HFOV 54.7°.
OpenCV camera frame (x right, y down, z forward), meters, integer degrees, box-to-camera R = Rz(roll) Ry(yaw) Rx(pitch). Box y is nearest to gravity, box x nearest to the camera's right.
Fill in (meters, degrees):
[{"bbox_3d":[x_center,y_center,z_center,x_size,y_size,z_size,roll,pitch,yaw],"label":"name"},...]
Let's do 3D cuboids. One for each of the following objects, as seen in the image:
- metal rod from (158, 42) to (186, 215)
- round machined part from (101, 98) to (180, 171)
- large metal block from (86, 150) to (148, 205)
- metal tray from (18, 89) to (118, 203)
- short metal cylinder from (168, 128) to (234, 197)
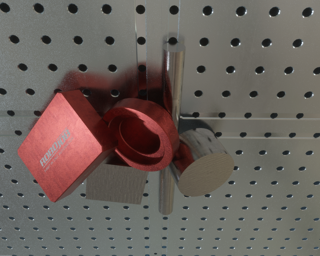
[{"bbox_3d":[0.013,0.025,0.434,0.025,0.025,0.298,1,130,-1],"label":"metal rod"},{"bbox_3d":[-0.020,0.004,0.387,0.098,0.042,0.097,16,132,19],"label":"round machined part"},{"bbox_3d":[-0.061,0.063,0.448,0.081,0.050,0.079,8,130,-7],"label":"large metal block"},{"bbox_3d":[-0.122,0.025,0.396,0.129,0.030,0.090,-44,80,30],"label":"metal tray"},{"bbox_3d":[0.052,0.047,0.418,0.081,0.050,0.079,-14,132,-15],"label":"short metal cylinder"}]
